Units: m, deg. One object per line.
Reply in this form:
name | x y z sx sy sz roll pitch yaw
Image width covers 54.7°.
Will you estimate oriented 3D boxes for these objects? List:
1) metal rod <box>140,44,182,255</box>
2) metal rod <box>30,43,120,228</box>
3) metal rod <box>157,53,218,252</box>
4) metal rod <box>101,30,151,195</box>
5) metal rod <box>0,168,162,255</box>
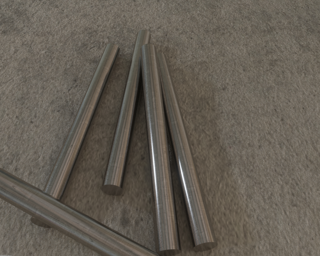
metal rod | -0.005 0.001 0.389 0.025 0.025 0.299 -4 54 -4
metal rod | -0.099 -0.016 0.414 0.025 0.025 0.300 7 50 5
metal rod | 0.021 0.004 0.400 0.025 0.025 0.300 -7 50 -6
metal rod | -0.040 -0.045 0.440 0.025 0.025 0.300 4 50 3
metal rod | -0.097 0.085 0.300 0.301 0.025 0.025 26 54 8
